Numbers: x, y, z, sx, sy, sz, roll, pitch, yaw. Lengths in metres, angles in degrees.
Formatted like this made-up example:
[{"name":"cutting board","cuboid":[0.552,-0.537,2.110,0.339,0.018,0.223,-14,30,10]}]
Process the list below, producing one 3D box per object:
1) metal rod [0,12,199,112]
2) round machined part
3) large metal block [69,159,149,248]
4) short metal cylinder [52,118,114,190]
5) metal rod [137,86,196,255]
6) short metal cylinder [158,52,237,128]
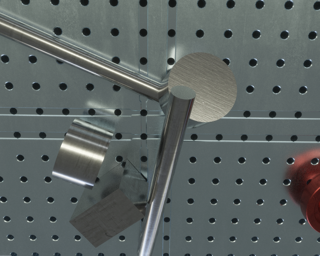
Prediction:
[{"name":"metal rod","cuboid":[-0.090,-0.082,0.382,0.302,0.025,0.025,23,109,-9]},{"name":"round machined part","cuboid":[0.250,0.102,0.444,0.099,0.042,0.097,0,110,0]},{"name":"large metal block","cuboid":[-0.065,0.099,0.419,0.080,0.080,0.050,-35,105,12]},{"name":"short metal cylinder","cuboid":[-0.096,0.033,0.395,0.050,0.080,0.079,21,109,-8]},{"name":"metal rod","cuboid":[-0.001,0.080,0.394,0.025,0.025,0.298,9,128,-3]},{"name":"short metal cylinder","cuboid":[0.043,-0.042,0.367,0.081,0.050,0.080,2,81,-12]}]
